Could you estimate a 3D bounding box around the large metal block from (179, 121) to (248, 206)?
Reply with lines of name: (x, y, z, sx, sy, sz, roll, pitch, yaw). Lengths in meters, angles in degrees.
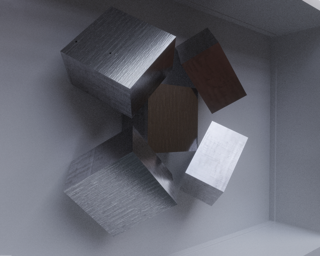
large metal block: (0.070, 0.050, 0.419, 0.080, 0.050, 0.080, -59, 169, -24)

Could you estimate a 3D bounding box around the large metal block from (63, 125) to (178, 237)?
large metal block: (-0.039, 0.057, 0.329, 0.080, 0.050, 0.080, -30, 118, 12)

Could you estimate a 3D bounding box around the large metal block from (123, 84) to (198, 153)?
large metal block: (0.001, -0.011, 0.388, 0.081, 0.050, 0.080, 1, 90, -40)

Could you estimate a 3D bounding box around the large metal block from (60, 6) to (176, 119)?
large metal block: (-0.040, -0.070, 0.324, 0.080, 0.080, 0.050, -53, 165, -27)

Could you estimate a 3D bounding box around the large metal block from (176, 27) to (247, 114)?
large metal block: (0.067, -0.079, 0.417, 0.080, 0.050, 0.080, 54, 16, -26)
